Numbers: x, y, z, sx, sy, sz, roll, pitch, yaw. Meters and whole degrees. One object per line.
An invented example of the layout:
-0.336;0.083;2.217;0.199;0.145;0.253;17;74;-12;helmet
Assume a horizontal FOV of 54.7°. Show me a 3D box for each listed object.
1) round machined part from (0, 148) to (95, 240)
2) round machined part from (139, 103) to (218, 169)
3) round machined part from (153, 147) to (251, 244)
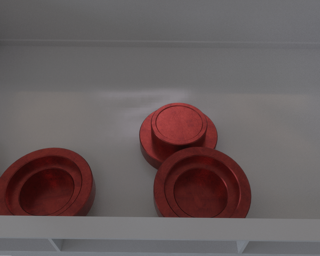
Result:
-0.119;0.072;0.332;0.099;0.042;0.098;0;50;0;round machined part
0.023;0.006;0.389;0.099;0.042;0.098;0;50;0;round machined part
0.042;0.072;0.329;0.099;0.042;0.098;1;56;-2;round machined part
